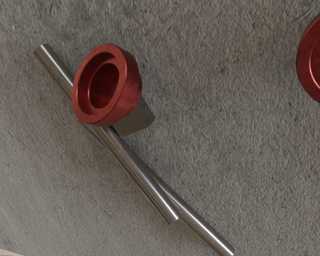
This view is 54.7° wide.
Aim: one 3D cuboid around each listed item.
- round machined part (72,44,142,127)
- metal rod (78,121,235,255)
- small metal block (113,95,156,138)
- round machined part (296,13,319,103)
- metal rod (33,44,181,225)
[{"bbox_3d":[-0.060,-0.048,0.376,0.098,0.042,0.098,-12,71,38],"label":"round machined part"},{"bbox_3d":[-0.004,0.087,0.462,0.300,0.025,0.025,44,129,-3],"label":"metal rod"},{"bbox_3d":[-0.042,-0.020,0.417,0.050,0.025,0.050,-20,108,35],"label":"small metal block"},{"bbox_3d":[0.172,-0.065,0.265,0.098,0.042,0.097,13,124,21],"label":"round machined part"},{"bbox_3d":[-0.072,0.010,0.432,0.025,0.025,0.300,-36,93,38],"label":"metal rod"}]
